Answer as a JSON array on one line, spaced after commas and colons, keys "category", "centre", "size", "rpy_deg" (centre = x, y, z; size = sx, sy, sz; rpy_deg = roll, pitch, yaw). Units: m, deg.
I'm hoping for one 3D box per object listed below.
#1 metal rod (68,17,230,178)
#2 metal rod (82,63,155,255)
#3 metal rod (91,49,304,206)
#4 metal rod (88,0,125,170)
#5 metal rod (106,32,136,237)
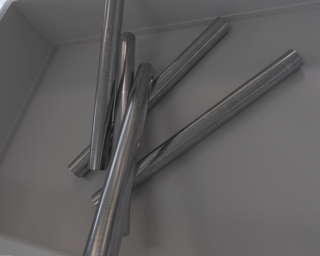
[{"category": "metal rod", "centre": [-0.013, -0.045, 0.440], "size": [0.300, 0.025, 0.025], "rpy_deg": [-45, 51, -4]}, {"category": "metal rod", "centre": [-0.032, 0.010, 0.327], "size": [0.025, 0.025, 0.300], "rpy_deg": [-17, 34, 18]}, {"category": "metal rod", "centre": [0.043, 0.005, 0.380], "size": [0.300, 0.025, 0.025], "rpy_deg": [-37, 51, 3]}, {"category": "metal rod", "centre": [-0.068, -0.094, 0.413], "size": [0.025, 0.025, 0.298], "rpy_deg": [4, 87, 30]}, {"category": "metal rod", "centre": [-0.048, -0.015, 0.406], "size": [0.025, 0.025, 0.299], "rpy_deg": [-15, 55, 20]}]
